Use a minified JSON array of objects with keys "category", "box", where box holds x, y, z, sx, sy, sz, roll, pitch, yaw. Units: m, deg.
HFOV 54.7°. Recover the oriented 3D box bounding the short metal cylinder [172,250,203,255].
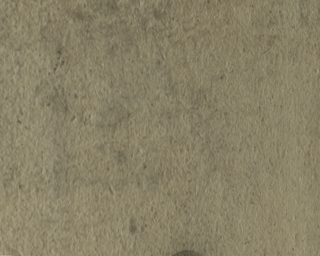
[{"category":"short metal cylinder","box":[0.043,0.213,0.413,0.081,0.050,0.079,0,90,-21]}]
